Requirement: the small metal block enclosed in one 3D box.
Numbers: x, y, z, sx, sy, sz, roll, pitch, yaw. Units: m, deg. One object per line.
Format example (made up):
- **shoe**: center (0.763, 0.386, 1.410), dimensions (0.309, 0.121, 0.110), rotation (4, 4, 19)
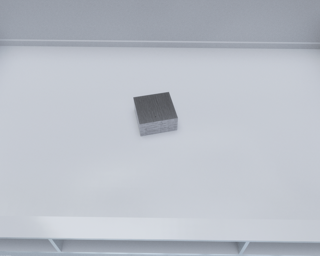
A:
- **small metal block**: center (-0.007, -0.020, 0.422), dimensions (0.050, 0.025, 0.050), rotation (-10, 51, -8)
